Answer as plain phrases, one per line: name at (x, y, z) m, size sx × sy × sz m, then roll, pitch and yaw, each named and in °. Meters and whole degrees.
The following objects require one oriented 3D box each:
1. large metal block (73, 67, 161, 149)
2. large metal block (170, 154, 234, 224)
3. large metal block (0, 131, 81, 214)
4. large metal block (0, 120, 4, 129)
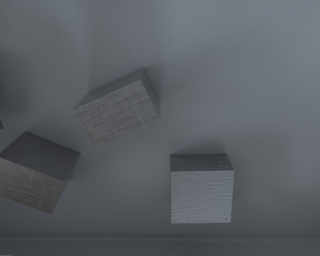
large metal block at (-0.046, -0.027, 0.371) m, size 0.080 × 0.080 × 0.050 m, roll -23°, pitch 109°, yaw 8°
large metal block at (0.055, 0.083, 0.429) m, size 0.080 × 0.050 × 0.079 m, roll -1°, pitch 110°, yaw 0°
large metal block at (-0.158, 0.055, 0.401) m, size 0.080 × 0.080 × 0.050 m, roll 23°, pitch 109°, yaw -8°
large metal block at (-0.241, -0.027, 0.353) m, size 0.081 × 0.050 × 0.079 m, roll -27°, pitch 139°, yaw -27°
